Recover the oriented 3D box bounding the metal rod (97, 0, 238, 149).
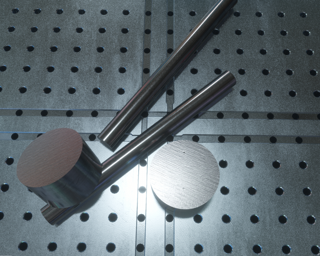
[{"bbox_3d":[0.019,-0.092,0.445,0.025,0.025,0.300,36,74,12],"label":"metal rod"}]

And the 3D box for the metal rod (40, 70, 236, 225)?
[{"bbox_3d":[-0.018,0.018,0.404,0.301,0.025,0.025,-37,74,-13],"label":"metal rod"}]

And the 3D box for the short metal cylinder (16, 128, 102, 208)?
[{"bbox_3d":[-0.117,0.046,0.364,0.080,0.050,0.080,-11,48,12],"label":"short metal cylinder"}]

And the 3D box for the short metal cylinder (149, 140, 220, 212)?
[{"bbox_3d":[0.028,0.060,0.377,0.081,0.050,0.080,0,70,0],"label":"short metal cylinder"}]
